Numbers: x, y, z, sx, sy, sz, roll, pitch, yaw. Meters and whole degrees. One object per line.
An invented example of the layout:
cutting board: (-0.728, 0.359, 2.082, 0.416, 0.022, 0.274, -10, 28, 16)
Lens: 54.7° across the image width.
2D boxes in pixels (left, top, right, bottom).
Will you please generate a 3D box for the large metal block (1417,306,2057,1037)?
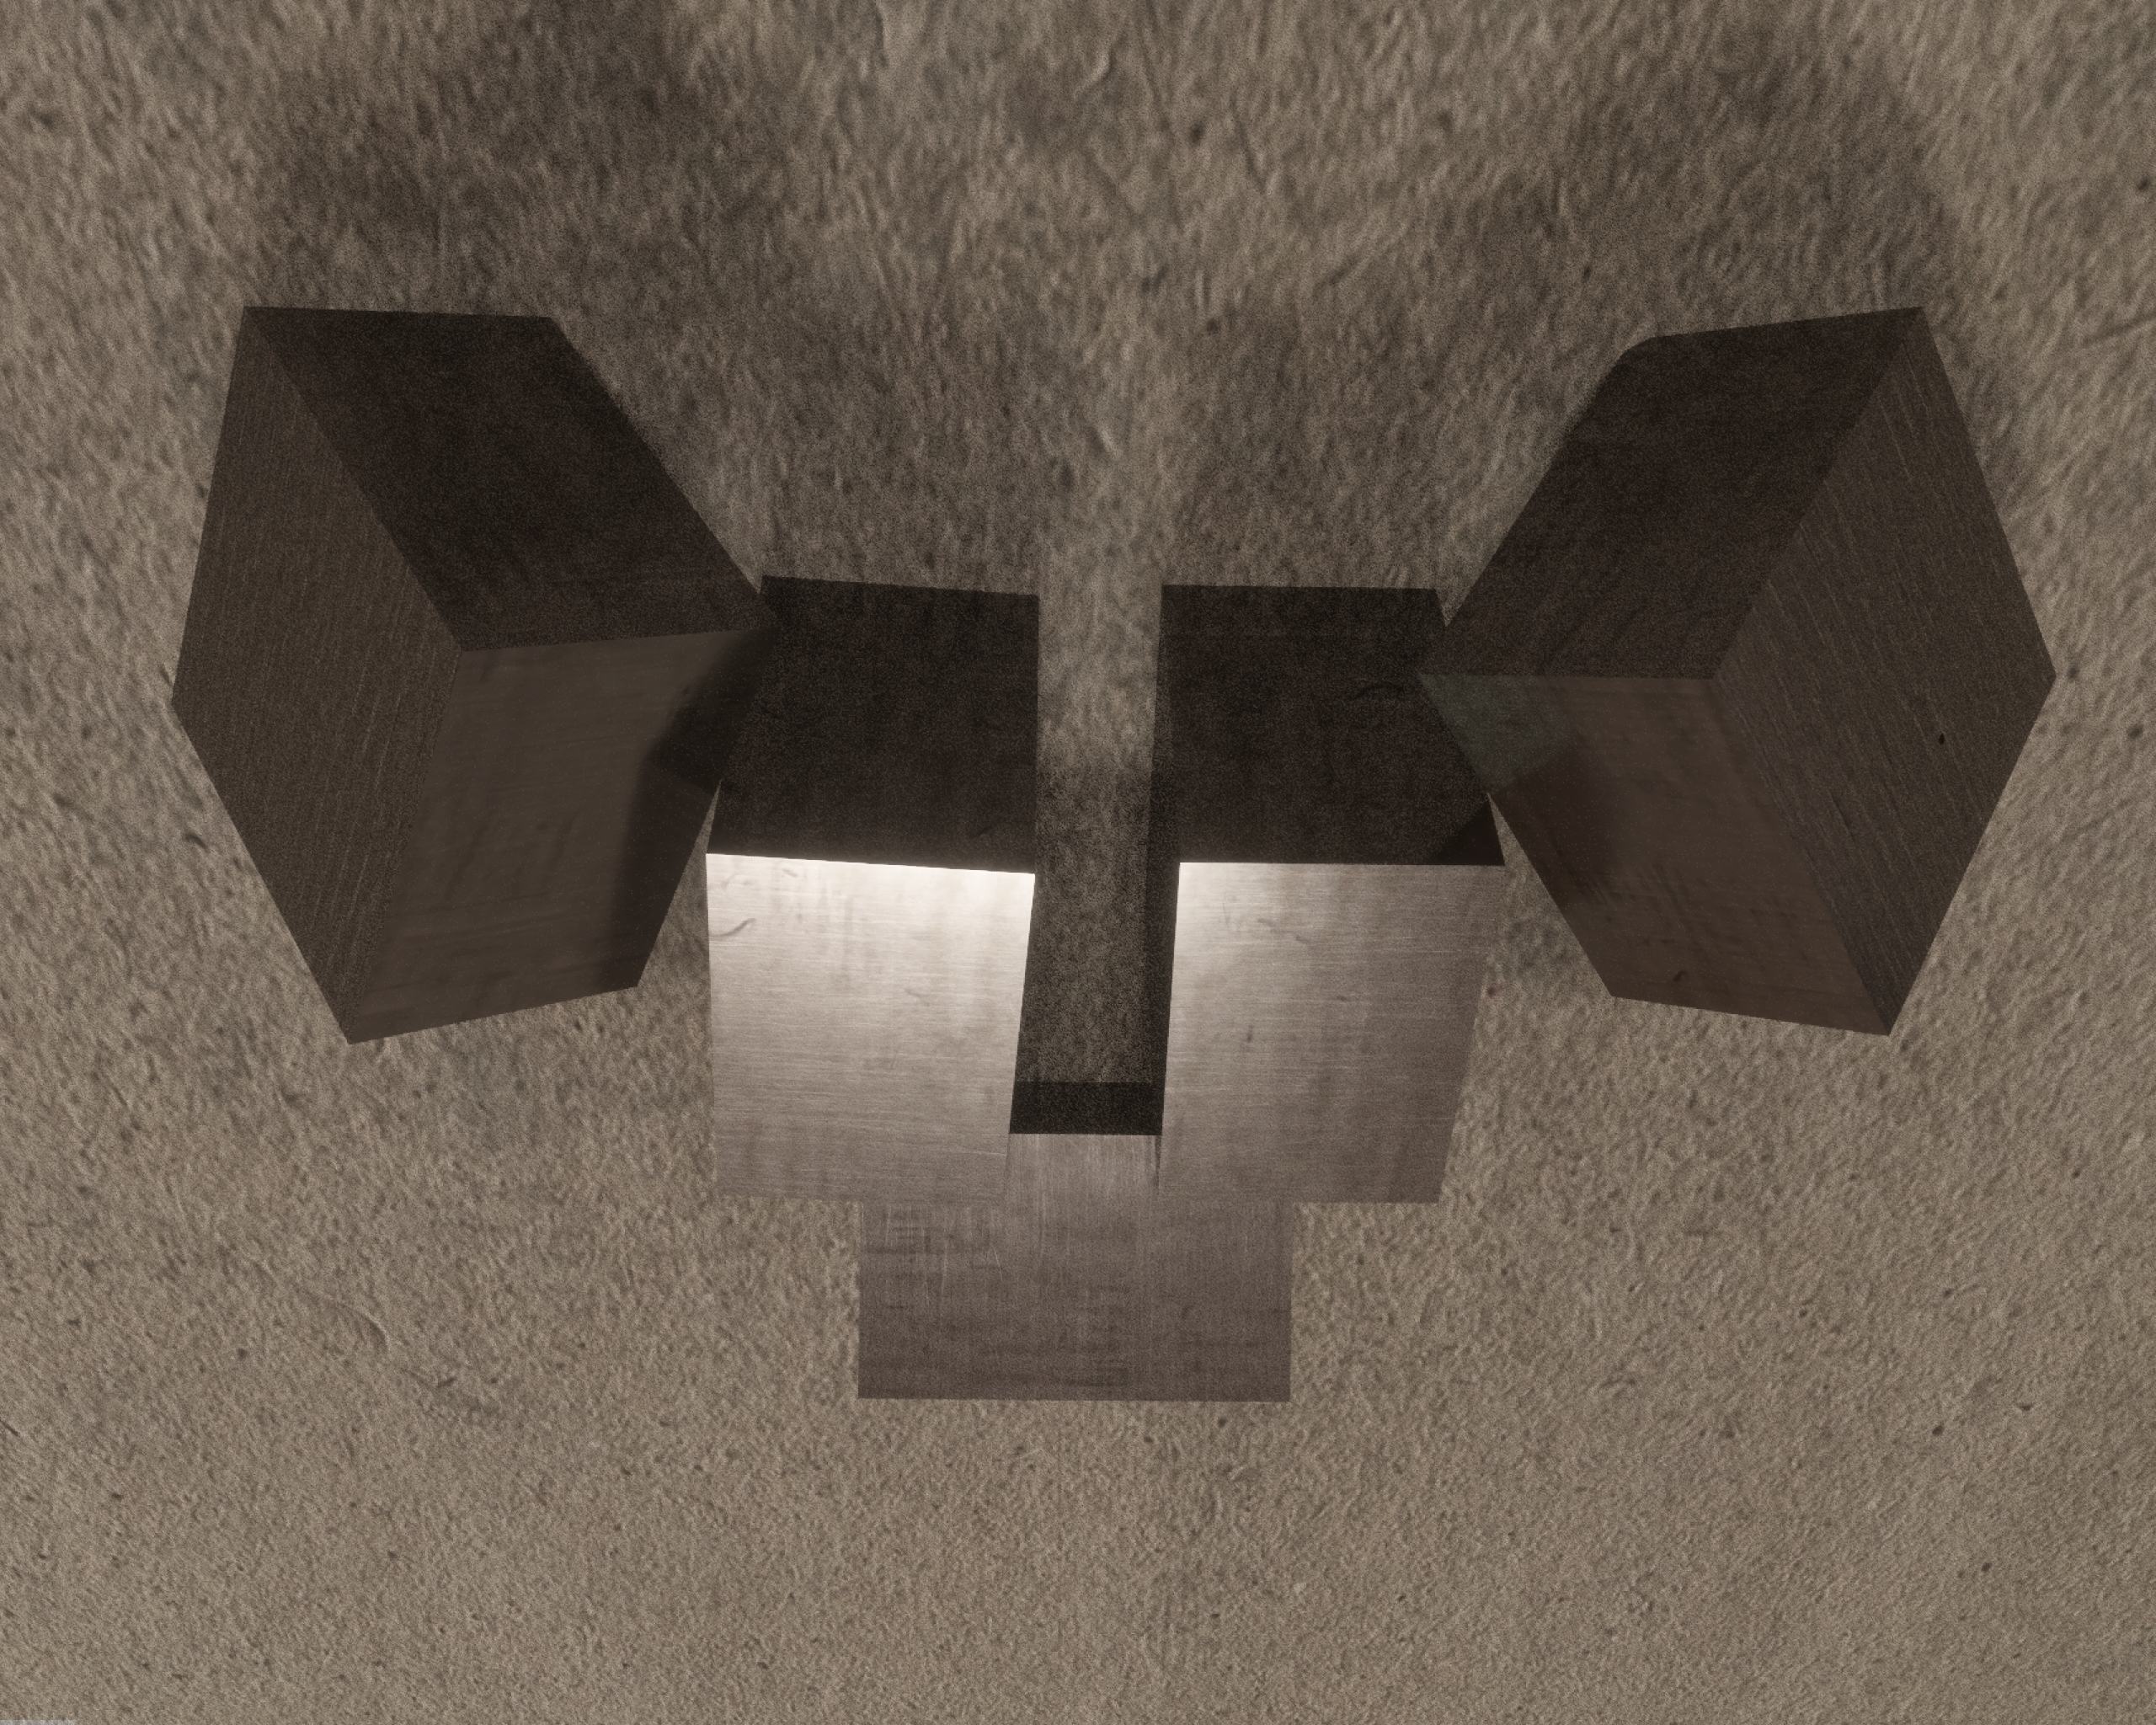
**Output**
large metal block: (0.111, -0.031, 0.340, 0.050, 0.080, 0.080, 6, 143, 46)

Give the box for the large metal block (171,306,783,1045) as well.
large metal block: (-0.100, -0.031, 0.333, 0.050, 0.080, 0.079, -11, 142, -41)

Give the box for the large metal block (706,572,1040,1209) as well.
large metal block: (-0.035, 0.005, 0.376, 0.050, 0.080, 0.079, 4, 130, -4)

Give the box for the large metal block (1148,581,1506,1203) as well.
large metal block: (0.040, 0.005, 0.378, 0.050, 0.080, 0.079, 1, 130, -1)

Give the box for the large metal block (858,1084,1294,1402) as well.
large metal block: (-0.001, 0.075, 0.428, 0.081, 0.080, 0.050, 1, 91, -1)
